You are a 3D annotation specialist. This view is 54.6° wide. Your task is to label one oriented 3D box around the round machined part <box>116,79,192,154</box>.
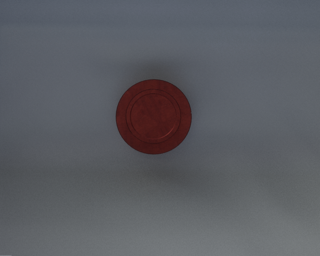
[{"bbox_3d":[-0.008,-0.014,0.400,0.099,0.042,0.097,0,90,0],"label":"round machined part"}]
